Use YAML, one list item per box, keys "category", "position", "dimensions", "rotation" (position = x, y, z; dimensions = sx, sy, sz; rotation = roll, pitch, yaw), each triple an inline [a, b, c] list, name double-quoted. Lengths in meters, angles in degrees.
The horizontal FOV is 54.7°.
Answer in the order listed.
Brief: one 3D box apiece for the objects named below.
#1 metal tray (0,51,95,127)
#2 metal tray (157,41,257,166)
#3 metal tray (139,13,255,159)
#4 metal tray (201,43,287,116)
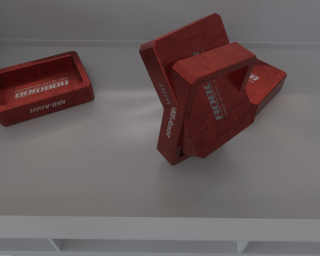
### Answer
- category: "metal tray"
  position: [-0.172, -0.061, 0.451]
  dimensions: [0.131, 0.030, 0.090]
  rotation: [-19, 53, -16]
- category: "metal tray"
  position: [0.048, -0.023, 0.344]
  dimensions: [0.091, 0.129, 0.030]
  rotation: [-25, 56, -29]
- category: "metal tray"
  position: [0.044, -0.044, 0.333]
  dimensions: [0.091, 0.129, 0.030]
  rotation: [-32, 18, -25]
- category: "metal tray"
  position: [0.109, -0.078, 0.468]
  dimensions: [0.130, 0.030, 0.090]
  rotation: [34, 58, 25]
